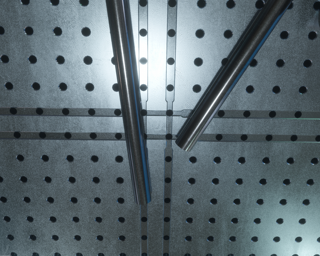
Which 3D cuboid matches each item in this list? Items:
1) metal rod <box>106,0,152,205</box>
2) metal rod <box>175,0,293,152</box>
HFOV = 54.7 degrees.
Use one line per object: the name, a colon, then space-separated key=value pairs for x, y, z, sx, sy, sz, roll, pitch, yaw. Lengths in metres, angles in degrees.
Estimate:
metal rod: x=-0.039 y=-0.035 z=0.400 sx=0.025 sy=0.025 sz=0.298 roll=-5 pitch=110 yaw=2
metal rod: x=0.107 y=-0.096 z=0.378 sx=0.025 sy=0.025 sz=0.298 roll=29 pitch=107 yaw=-10
